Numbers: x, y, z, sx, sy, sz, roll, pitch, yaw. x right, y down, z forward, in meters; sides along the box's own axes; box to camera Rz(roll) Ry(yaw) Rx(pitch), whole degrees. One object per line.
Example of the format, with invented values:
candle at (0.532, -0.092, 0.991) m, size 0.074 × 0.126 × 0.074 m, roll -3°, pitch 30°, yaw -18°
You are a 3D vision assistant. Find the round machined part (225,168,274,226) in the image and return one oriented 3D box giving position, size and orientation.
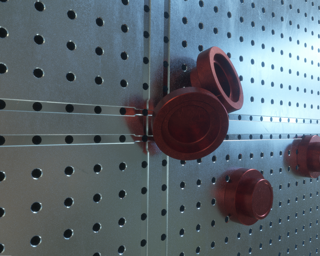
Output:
round machined part at (0.160, 0.120, 0.536) m, size 0.099 × 0.042 × 0.097 m, roll 0°, pitch 90°, yaw -40°

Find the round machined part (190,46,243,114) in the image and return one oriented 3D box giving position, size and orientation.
round machined part at (0.080, -0.066, 0.453) m, size 0.098 × 0.042 × 0.098 m, roll 30°, pitch 49°, yaw -42°

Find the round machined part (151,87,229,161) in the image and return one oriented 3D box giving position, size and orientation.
round machined part at (0.037, -0.009, 0.410) m, size 0.099 × 0.042 × 0.097 m, roll -4°, pitch 118°, yaw -7°

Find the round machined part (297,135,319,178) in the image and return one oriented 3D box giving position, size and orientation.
round machined part at (0.354, 0.065, 0.700) m, size 0.099 × 0.042 × 0.097 m, roll 0°, pitch 90°, yaw -40°
